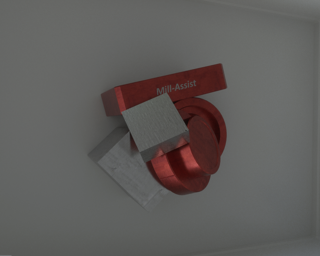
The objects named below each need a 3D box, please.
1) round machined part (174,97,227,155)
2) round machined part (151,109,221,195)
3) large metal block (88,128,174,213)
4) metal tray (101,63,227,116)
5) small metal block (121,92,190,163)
[{"bbox_3d":[0.036,0.009,0.416,0.099,0.042,0.097,0,90,-21],"label":"round machined part"},{"bbox_3d":[0.034,0.024,0.352,0.098,0.042,0.098,32,48,-43],"label":"round machined part"},{"bbox_3d":[-0.034,0.046,0.368,0.050,0.080,0.080,-46,105,-14],"label":"large metal block"},{"bbox_3d":[0.002,-0.045,0.375,0.131,0.090,0.030,-16,96,-20],"label":"metal tray"},{"bbox_3d":[-0.004,-0.001,0.310,0.050,0.025,0.050,-24,60,-6],"label":"small metal block"}]
